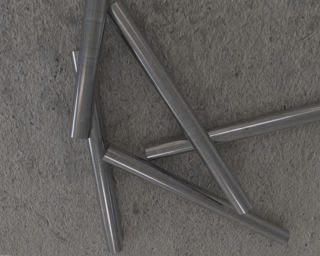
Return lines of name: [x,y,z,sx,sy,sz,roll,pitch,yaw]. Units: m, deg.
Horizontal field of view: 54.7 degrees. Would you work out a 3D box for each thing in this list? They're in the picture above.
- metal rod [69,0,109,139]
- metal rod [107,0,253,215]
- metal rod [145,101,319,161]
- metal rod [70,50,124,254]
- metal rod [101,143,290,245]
metal rod: [-0.071,-0.133,0.342,0.025,0.025,0.298,10,103,-4]
metal rod: [0.029,-0.018,0.382,0.025,0.025,0.299,-32,100,11]
metal rod: [0.129,-0.003,0.409,0.301,0.025,0.025,-14,110,5]
metal rod: [-0.082,0.045,0.425,0.025,0.025,0.298,-5,110,2]
metal rod: [0.059,0.098,0.436,0.301,0.025,0.025,28,108,-14]
